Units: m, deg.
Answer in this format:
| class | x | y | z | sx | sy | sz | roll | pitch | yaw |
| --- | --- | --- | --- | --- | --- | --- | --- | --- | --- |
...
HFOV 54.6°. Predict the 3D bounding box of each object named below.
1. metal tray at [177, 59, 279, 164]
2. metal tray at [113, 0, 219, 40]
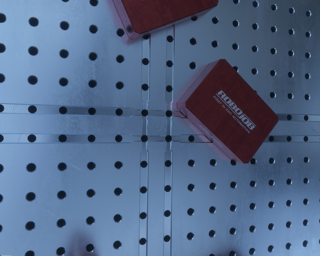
| class | x | y | z | sx | sy | sz | roll | pitch | yaw |
| --- | --- | --- | --- | --- | --- | --- | --- | --- | --- |
| metal tray | 0.100 | -0.022 | 0.446 | 0.130 | 0.030 | 0.090 | 43 | 77 | -15 |
| metal tray | 0.004 | -0.182 | 0.411 | 0.131 | 0.030 | 0.090 | -26 | 99 | -18 |
